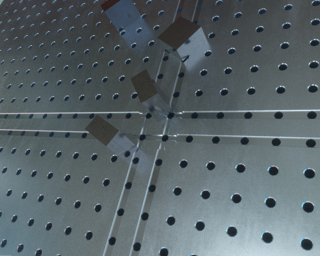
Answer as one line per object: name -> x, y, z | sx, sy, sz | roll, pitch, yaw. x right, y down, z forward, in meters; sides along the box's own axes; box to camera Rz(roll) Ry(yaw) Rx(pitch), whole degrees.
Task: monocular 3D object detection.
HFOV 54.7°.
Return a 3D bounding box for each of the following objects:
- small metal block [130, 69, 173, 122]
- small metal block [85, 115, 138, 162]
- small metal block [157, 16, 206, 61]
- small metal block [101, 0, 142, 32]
small metal block -> -0.011, -0.044, 0.423 | 0.025, 0.050, 0.050 | -31, 52, 8
small metal block -> -0.065, 0.014, 0.416 | 0.050, 0.050, 0.025 | 32, 80, 38
small metal block -> 0.033, -0.138, 0.474 | 0.050, 0.025, 0.050 | -44, 51, -3
small metal block -> -0.069, -0.210, 0.555 | 0.050, 0.050, 0.025 | -33, 52, 7
